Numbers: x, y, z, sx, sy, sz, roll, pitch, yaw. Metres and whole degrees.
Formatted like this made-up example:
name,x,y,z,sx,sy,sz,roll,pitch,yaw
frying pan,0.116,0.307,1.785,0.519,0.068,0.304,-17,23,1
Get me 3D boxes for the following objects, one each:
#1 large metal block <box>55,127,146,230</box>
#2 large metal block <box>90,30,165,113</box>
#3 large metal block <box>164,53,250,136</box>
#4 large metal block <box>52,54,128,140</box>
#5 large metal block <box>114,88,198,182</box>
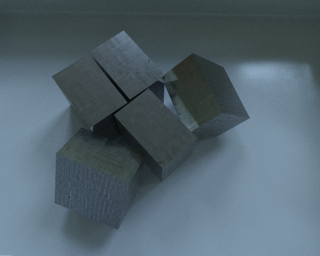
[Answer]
name,x,y,z,sx,sy,sz,roll,pitch,yaw
large metal block,-0.068,0.057,0.350,0.080,0.079,0.050,21,37,7
large metal block,-0.039,-0.062,0.401,0.050,0.080,0.080,-37,75,-12
large metal block,0.058,-0.038,0.387,0.050,0.080,0.080,-33,68,31
large metal block,-0.081,-0.031,0.390,0.050,0.080,0.080,-36,74,-12
large metal block,-0.005,0.012,0.374,0.050,0.080,0.080,-40,75,-13
